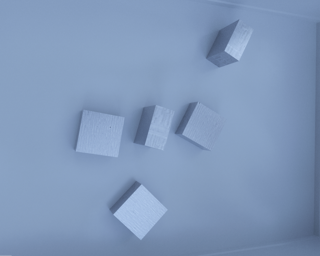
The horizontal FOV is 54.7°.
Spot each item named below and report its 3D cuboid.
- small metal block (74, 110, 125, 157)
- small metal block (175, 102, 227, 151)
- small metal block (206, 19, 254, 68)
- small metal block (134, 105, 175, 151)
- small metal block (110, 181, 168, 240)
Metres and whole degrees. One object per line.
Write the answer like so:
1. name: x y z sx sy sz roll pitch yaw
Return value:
1. small metal block: -0.075 0.007 0.383 0.050 0.025 0.050 11 87 -20
2. small metal block: 0.057 -0.002 0.431 0.050 0.025 0.050 30 80 -18
3. small metal block: 0.096 -0.116 0.432 0.025 0.050 0.050 29 81 -18
4. small metal block: -0.009 0.000 0.394 0.025 0.050 0.050 17 84 -19
5. small metal block: -0.028 0.106 0.400 0.050 0.025 0.050 -46 105 -14
